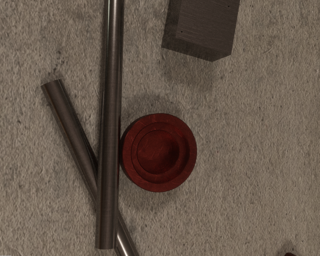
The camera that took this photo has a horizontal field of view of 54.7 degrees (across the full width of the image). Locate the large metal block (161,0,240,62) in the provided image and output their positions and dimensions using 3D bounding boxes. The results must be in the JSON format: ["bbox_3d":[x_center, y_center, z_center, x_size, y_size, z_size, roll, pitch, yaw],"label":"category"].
[{"bbox_3d":[0.054,-0.142,0.417,0.081,0.050,0.080,11,86,-20],"label":"large metal block"}]

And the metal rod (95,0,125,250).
[{"bbox_3d":[-0.059,-0.013,0.371,0.025,0.025,0.298,3,83,-20],"label":"metal rod"}]

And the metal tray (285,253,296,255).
[{"bbox_3d":[0.192,0.274,0.480,0.130,0.030,0.090,-40,103,-16],"label":"metal tray"}]

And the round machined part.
[{"bbox_3d":[-0.005,0.030,0.399,0.099,0.042,0.097,0,90,-21],"label":"round machined part"}]

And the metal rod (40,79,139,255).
[{"bbox_3d":[-0.072,0.084,0.383,0.025,0.025,0.299,-25,99,-19],"label":"metal rod"}]
